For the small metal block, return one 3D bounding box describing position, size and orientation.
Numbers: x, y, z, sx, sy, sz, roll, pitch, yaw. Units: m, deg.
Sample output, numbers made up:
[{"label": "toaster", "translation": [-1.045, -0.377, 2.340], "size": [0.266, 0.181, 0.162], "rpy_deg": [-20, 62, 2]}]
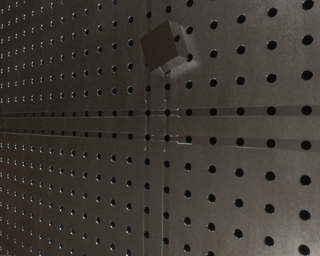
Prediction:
[{"label": "small metal block", "translation": [0.006, -0.103, 0.403], "size": [0.050, 0.025, 0.050], "rpy_deg": [-24, 75, 37]}]
